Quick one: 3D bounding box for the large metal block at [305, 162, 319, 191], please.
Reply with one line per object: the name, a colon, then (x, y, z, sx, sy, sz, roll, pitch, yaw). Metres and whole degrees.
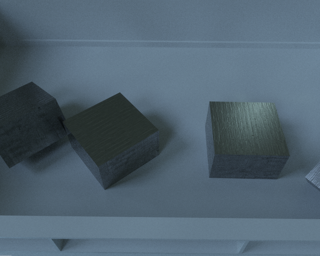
large metal block: (0.215, 0.051, 0.323, 0.080, 0.050, 0.080, -50, 60, 6)

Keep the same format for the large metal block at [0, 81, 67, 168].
large metal block: (-0.170, -0.008, 0.380, 0.080, 0.050, 0.080, -34, 40, -25)

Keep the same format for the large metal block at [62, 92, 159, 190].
large metal block: (-0.058, 0.013, 0.377, 0.081, 0.050, 0.080, -31, 57, -24)

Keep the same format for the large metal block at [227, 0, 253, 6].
large metal block: (0.175, -0.312, 0.635, 0.050, 0.080, 0.080, 12, 51, 10)

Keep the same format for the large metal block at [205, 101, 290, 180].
large metal block: (0.100, 0.014, 0.377, 0.080, 0.050, 0.080, 1, 50, 1)
